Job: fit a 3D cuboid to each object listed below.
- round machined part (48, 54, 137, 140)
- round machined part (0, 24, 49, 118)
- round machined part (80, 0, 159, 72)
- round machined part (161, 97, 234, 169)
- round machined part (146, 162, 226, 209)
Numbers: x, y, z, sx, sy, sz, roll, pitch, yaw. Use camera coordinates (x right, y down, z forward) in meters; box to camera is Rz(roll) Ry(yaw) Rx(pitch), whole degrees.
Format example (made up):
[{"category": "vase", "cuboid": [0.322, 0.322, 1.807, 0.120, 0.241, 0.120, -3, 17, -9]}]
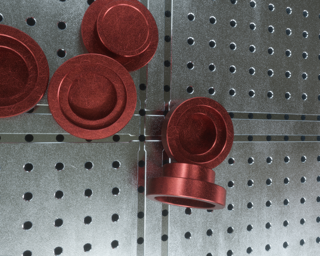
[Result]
[{"category": "round machined part", "cuboid": [-0.080, -0.038, 0.369, 0.099, 0.042, 0.097, -3, 100, -15]}, {"category": "round machined part", "cuboid": [-0.174, -0.059, 0.339, 0.099, 0.042, 0.097, 0, 90, -21]}, {"category": "round machined part", "cuboid": [-0.047, -0.119, 0.387, 0.099, 0.042, 0.097, 0, 90, -20]}, {"category": "round machined part", "cuboid": [0.047, 0.008, 0.422, 0.099, 0.042, 0.097, 0, 90, -21]}, {"category": "round machined part", "cuboid": [0.034, 0.073, 0.390, 0.099, 0.098, 0.042, 17, 68, -20]}]
